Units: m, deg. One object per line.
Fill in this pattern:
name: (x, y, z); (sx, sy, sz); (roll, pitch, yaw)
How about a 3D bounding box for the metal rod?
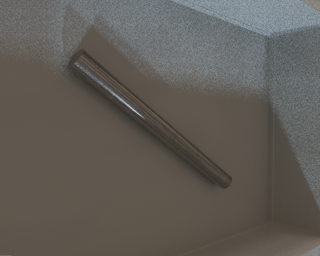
metal rod: (0.007, 0.005, 0.412); (0.301, 0.025, 0.025); (40, 66, -33)
